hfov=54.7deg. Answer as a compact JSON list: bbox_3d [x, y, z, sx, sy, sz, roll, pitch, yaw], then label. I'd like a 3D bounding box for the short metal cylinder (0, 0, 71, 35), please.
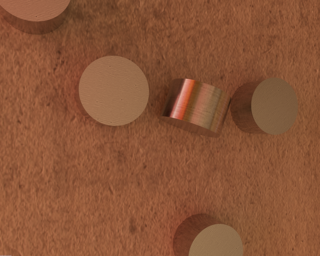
[{"bbox_3d":[-0.141,-0.151,0.344,0.081,0.050,0.079,0,90,-21],"label":"short metal cylinder"}]

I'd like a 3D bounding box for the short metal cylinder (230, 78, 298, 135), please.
[{"bbox_3d":[0.152,-0.031,0.454,0.081,0.050,0.079,0,90,-21],"label":"short metal cylinder"}]

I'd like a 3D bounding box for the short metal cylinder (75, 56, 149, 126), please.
[{"bbox_3d":[-0.059,-0.042,0.374,0.081,0.050,0.079,0,90,-21],"label":"short metal cylinder"}]

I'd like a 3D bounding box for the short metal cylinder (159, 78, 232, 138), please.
[{"bbox_3d":[0.045,-0.024,0.398,0.080,0.080,0.050,21,83,-19],"label":"short metal cylinder"}]

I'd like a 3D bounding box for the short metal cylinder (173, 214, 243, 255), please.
[{"bbox_3d":[0.064,0.163,0.421,0.081,0.050,0.079,0,90,-21],"label":"short metal cylinder"}]
